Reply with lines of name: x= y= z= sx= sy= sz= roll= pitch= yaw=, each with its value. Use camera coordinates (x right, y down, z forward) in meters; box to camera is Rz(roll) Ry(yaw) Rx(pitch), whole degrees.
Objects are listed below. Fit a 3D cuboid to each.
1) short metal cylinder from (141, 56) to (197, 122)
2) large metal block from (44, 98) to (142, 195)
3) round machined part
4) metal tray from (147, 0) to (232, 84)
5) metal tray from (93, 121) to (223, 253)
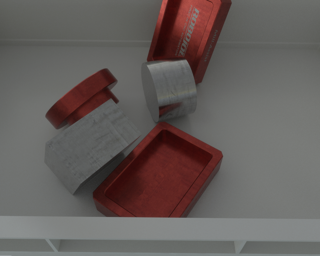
short metal cylinder: x=0.010 y=-0.052 z=0.413 sx=0.050 sy=0.080 sz=0.080 roll=-14 pitch=52 yaw=-12
large metal block: x=-0.076 y=0.023 z=0.340 sx=0.080 sy=0.080 sz=0.050 roll=-40 pitch=88 yaw=-28
round machined part: x=-0.091 y=-0.028 z=0.393 sx=0.098 sy=0.098 sz=0.042 roll=-43 pitch=98 yaw=-30
metal tray: x=0.037 y=-0.138 z=0.452 sx=0.090 sy=0.129 sz=0.030 roll=34 pitch=34 yaw=25
metal tray: x=0.001 y=0.059 z=0.352 sx=0.090 sy=0.030 sz=0.131 roll=29 pitch=55 yaw=21
